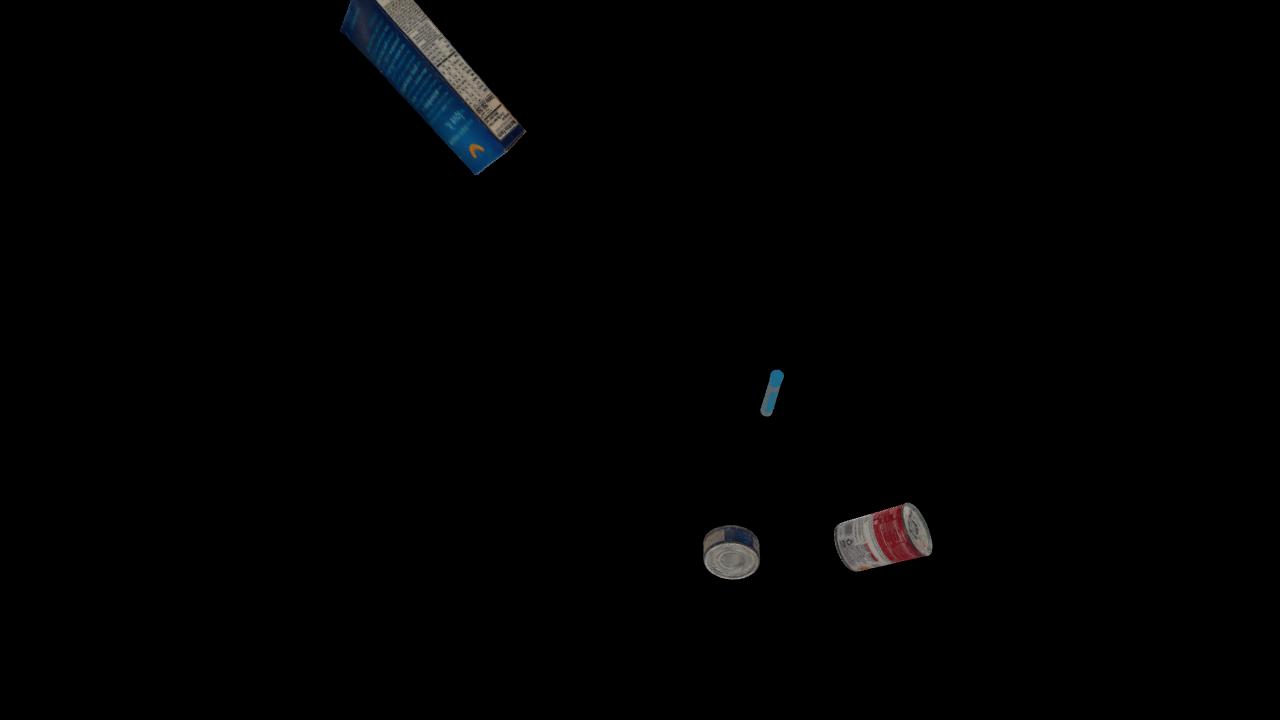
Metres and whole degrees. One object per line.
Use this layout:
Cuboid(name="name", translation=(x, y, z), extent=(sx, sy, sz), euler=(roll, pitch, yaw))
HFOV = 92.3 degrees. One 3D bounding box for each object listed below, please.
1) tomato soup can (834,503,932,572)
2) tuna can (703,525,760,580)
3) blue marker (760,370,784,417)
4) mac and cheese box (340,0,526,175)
Cuboid(name="tomato soup can", translation=(0.315, 0.233, 0.802), extent=(0.101, 0.068, 0.068), euler=(-32, -21, 37))
Cuboid(name="tuna can", translation=(0.135, 0.286, 0.910), extent=(0.084, 0.084, 0.034), euler=(0, 32, 7))
Cuboid(name="blue marker", translation=(0.193, 0.049, 0.903), extent=(0.020, 0.020, 0.121), euler=(0, -30, 3))
Cuboid(name="mac and cheese box", translation=(-0.205, -0.278, 0.613), extent=(0.184, 0.041, 0.093), euler=(47, -26, -24))
